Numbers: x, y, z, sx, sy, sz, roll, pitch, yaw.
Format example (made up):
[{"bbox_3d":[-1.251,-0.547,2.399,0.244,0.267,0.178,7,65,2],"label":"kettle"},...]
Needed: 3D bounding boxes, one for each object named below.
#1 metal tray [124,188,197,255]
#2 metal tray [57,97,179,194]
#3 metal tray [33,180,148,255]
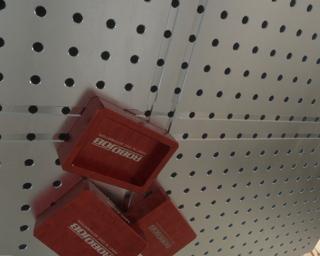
[{"bbox_3d":[-0.002,0.166,0.508,0.090,0.030,0.130,-35,129,-5],"label":"metal tray"},{"bbox_3d":[-0.050,0.028,0.397,0.131,0.030,0.090,27,104,-37],"label":"metal tray"},{"bbox_3d":[-0.091,0.144,0.423,0.090,0.030,0.130,-40,113,-1],"label":"metal tray"}]
